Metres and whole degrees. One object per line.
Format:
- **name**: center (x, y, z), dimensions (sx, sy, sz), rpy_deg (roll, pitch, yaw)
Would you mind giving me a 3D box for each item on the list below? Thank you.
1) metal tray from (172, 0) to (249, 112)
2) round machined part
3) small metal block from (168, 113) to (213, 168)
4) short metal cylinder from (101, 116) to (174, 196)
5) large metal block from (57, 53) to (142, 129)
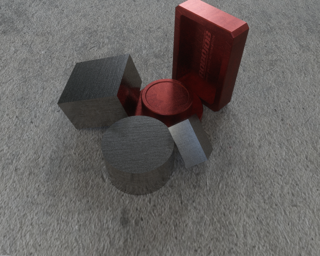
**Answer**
- **metal tray**: center (0.060, -0.094, 0.414), dimensions (0.030, 0.129, 0.090), rpy_deg (-37, 60, -27)
- **round machined part**: center (0.009, -0.029, 0.420), dimensions (0.099, 0.042, 0.098), rpy_deg (0, 50, 0)
- **small metal block**: center (0.038, 0.013, 0.364), dimensions (0.025, 0.050, 0.050), rpy_deg (-25, 92, 19)
- **short metal cylinder**: center (-0.025, 0.032, 0.362), dimensions (0.081, 0.050, 0.080), rpy_deg (0, 50, 0)
- **large metal block**: center (-0.076, -0.048, 0.412), dimensions (0.080, 0.050, 0.080), rpy_deg (-6, 48, 17)
